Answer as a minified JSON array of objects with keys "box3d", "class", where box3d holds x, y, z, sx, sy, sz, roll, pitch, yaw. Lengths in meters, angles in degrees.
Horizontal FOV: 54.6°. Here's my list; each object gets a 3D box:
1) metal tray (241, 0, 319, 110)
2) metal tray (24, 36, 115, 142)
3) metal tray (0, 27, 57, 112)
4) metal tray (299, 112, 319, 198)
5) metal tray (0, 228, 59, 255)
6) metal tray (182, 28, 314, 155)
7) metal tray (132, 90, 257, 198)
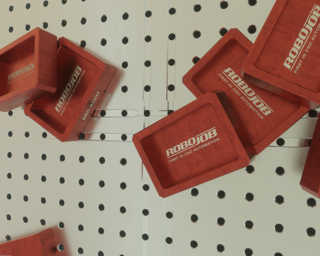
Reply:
[{"box3d":[0.156,-0.096,0.329,0.090,0.030,0.130,27,89,14],"class":"metal tray"},{"box3d":[-0.135,-0.055,0.458,0.090,0.030,0.129,34,101,17],"class":"metal tray"},{"box3d":[-0.206,-0.082,0.458,0.130,0.030,0.090,-13,73,32],"class":"metal tray"},{"box3d":[0.213,0.032,0.302,0.131,0.030,0.090,12,95,-10],"class":"metal tray"},{"box3d":[-0.220,0.220,0.489,0.130,0.030,0.090,-20,83,19],"class":"metal tray"},{"box3d":[0.102,-0.043,0.373,0.090,0.030,0.130,-45,76,14],"class":"metal tray"},{"box3d":[0.037,0.022,0.376,0.130,0.030,0.090,-29,85,32],"class":"metal tray"}]
